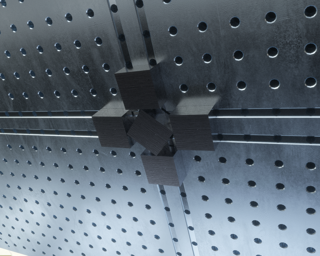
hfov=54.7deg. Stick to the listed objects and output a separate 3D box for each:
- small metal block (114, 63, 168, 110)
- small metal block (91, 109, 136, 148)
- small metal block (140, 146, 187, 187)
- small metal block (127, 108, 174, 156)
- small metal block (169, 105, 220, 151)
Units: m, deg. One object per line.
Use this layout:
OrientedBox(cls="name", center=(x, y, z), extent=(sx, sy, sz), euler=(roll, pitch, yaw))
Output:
OrientedBox(cls="small metal block", center=(-0.023, -0.051, 0.390), extent=(0.050, 0.025, 0.050), euler=(-1, 118, 28))
OrientedBox(cls="small metal block", center=(-0.063, 0.000, 0.443), extent=(0.050, 0.025, 0.050), euler=(1, 119, 27))
OrientedBox(cls="small metal block", center=(0.006, 0.054, 0.440), extent=(0.050, 0.025, 0.050), euler=(0, 119, 27))
OrientedBox(cls="small metal block", center=(-0.009, 0.001, 0.415), extent=(0.050, 0.025, 0.050), euler=(36, 129, 3))
OrientedBox(cls="small metal block", center=(0.044, 0.000, 0.387), extent=(0.050, 0.025, 0.050), euler=(0, 119, 28))
